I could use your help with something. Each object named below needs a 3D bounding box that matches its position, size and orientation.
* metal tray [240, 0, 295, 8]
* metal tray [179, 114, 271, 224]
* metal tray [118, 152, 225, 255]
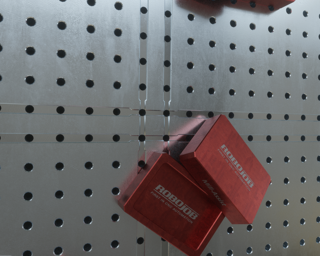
[{"bbox_3d":[0.163,-0.258,0.471,0.091,0.030,0.129,2,90,-21],"label":"metal tray"},{"bbox_3d":[0.095,0.057,0.429,0.130,0.030,0.090,51,52,-13],"label":"metal tray"},{"bbox_3d":[0.022,0.104,0.419,0.130,0.030,0.090,40,77,-16],"label":"metal tray"}]
